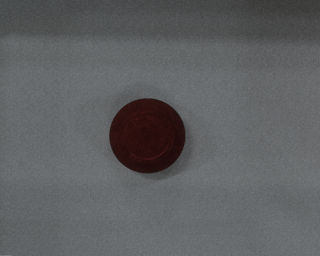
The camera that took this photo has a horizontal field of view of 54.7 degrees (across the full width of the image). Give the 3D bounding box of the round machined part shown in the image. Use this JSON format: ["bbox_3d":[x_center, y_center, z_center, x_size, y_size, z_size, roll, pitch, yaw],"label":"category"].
[{"bbox_3d":[-0.016,0.010,0.399,0.099,0.042,0.097,0,90,-1],"label":"round machined part"}]
